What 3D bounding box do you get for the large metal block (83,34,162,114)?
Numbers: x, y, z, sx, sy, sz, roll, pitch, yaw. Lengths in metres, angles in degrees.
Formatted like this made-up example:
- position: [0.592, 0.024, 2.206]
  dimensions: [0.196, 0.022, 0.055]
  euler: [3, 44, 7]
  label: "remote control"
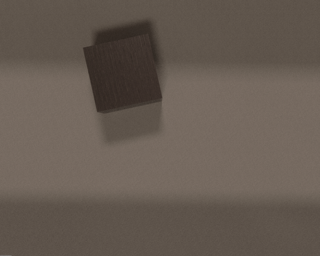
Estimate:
- position: [-0.045, -0.067, 0.398]
  dimensions: [0.080, 0.050, 0.080]
  euler: [-12, 90, -1]
  label: "large metal block"
